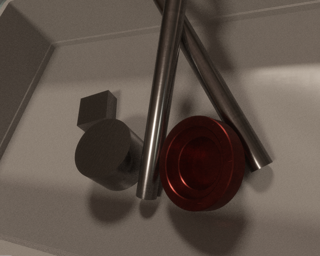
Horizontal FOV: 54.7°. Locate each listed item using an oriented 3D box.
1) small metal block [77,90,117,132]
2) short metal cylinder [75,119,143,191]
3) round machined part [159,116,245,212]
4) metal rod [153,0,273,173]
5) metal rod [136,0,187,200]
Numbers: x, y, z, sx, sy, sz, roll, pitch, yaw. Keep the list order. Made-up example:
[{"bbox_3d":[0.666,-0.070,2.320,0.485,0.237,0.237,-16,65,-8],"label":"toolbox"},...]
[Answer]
[{"bbox_3d":[-0.094,-0.024,0.468,0.050,0.025,0.050,-14,56,20],"label":"small metal block"},{"bbox_3d":[-0.061,0.035,0.399,0.080,0.050,0.080,-13,56,20],"label":"short metal cylinder"},{"bbox_3d":[0.048,0.038,0.330,0.098,0.042,0.098,-14,70,44],"label":"round machined part"},{"bbox_3d":[0.042,-0.087,0.364,0.025,0.025,0.299,-29,75,9],"label":"metal rod"},{"bbox_3d":[0.006,-0.066,0.354,0.025,0.025,0.298,12,96,32],"label":"metal rod"}]
